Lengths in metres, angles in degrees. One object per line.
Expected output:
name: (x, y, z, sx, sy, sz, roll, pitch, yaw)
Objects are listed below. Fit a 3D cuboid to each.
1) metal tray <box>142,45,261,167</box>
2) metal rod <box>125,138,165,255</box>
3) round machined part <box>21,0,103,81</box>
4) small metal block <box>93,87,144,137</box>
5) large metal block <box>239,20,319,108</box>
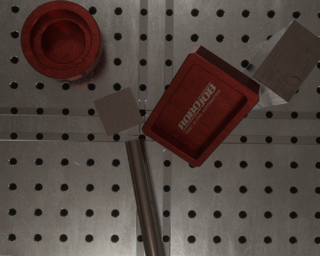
metal tray: (0.046, -0.021, 0.375, 0.090, 0.030, 0.129, 34, 126, -1)
metal rod: (-0.008, 0.163, 0.413, 0.025, 0.025, 0.298, -10, 90, 0)
round machined part: (-0.123, -0.110, 0.403, 0.099, 0.042, 0.097, 0, 90, -1)
small metal block: (-0.054, -0.021, 0.413, 0.050, 0.025, 0.050, -22, 90, -1)
large metal block: (0.146, -0.075, 0.387, 0.050, 0.080, 0.080, 37, 89, -1)
